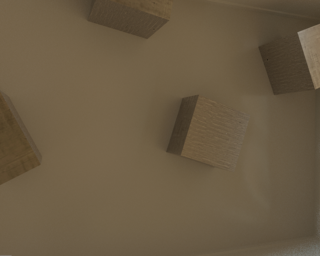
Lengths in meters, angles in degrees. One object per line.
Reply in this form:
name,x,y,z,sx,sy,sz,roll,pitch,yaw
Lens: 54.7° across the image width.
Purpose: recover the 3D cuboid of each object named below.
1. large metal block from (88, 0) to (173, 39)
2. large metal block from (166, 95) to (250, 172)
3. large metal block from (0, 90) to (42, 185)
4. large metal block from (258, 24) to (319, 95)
large metal block,-0.036,-0.151,0.368,0.081,0.080,0.050,11,86,-20
large metal block,0.065,0.008,0.421,0.081,0.050,0.080,19,84,-19
large metal block,-0.166,0.011,0.320,0.050,0.080,0.080,-28,100,-18
large metal block,0.202,-0.098,0.455,0.050,0.080,0.080,-24,98,-18
